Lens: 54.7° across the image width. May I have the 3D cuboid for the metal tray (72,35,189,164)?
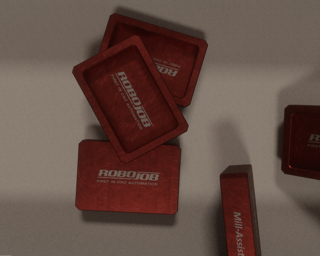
[{"bbox_3d":[-0.035,-0.034,0.377,0.090,0.030,0.130,-28,90,-1],"label":"metal tray"}]

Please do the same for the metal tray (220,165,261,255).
[{"bbox_3d":[0.100,0.114,0.375,0.030,0.090,0.129,-6,88,19],"label":"metal tray"}]

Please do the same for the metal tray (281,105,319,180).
[{"bbox_3d":[0.216,0.019,0.367,0.130,0.030,0.089,6,98,42],"label":"metal tray"}]

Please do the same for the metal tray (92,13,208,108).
[{"bbox_3d":[-0.013,-0.087,0.408,0.131,0.030,0.090,17,90,-1],"label":"metal tray"}]

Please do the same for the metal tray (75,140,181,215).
[{"bbox_3d":[-0.040,0.063,0.408,0.131,0.030,0.089,3,90,-1],"label":"metal tray"}]
